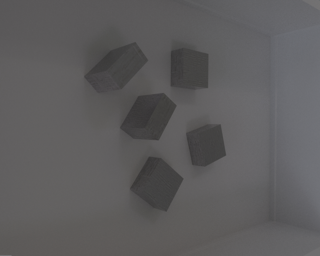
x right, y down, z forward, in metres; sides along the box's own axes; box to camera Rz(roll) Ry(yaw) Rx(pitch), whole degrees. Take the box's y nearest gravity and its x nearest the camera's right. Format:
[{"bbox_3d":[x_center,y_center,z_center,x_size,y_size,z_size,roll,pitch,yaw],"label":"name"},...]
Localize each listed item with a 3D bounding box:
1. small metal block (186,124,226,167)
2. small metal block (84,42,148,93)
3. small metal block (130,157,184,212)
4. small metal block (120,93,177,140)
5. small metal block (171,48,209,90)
[{"bbox_3d":[0.070,0.025,0.465,0.050,0.025,0.050,-20,103,-38],"label":"small metal block"},{"bbox_3d":[-0.050,-0.067,0.348,0.050,0.050,0.025,-52,121,-27],"label":"small metal block"},{"bbox_3d":[-0.003,0.073,0.404,0.050,0.025,0.050,45,63,-31],"label":"small metal block"},{"bbox_3d":[-0.015,-0.014,0.378,0.025,0.050,0.050,42,65,-32],"label":"small metal block"},{"bbox_3d":[0.043,-0.083,0.442,0.050,0.025,0.050,1,90,-40],"label":"small metal block"}]
